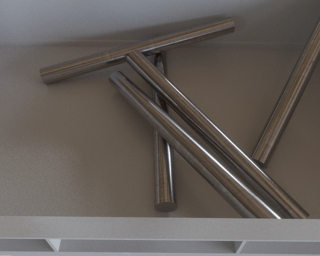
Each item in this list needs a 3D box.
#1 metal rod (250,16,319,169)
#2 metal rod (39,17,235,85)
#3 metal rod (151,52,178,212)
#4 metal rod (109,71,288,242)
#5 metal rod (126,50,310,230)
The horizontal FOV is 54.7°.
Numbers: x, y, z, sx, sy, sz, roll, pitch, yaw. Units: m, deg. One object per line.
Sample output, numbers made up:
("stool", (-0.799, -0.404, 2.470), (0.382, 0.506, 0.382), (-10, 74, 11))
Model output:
("metal rod", (0.193, -0.082, 0.410), (0.025, 0.025, 0.300), (26, 75, 20))
("metal rod", (-0.032, -0.120, 0.477), (0.302, 0.025, 0.025), (-16, 52, -3))
("metal rod", (0.002, -0.029, 0.429), (0.025, 0.025, 0.300), (-1, 50, -1))
("metal rod", (0.017, 0.007, 0.358), (0.025, 0.025, 0.300), (-26, 46, -21))
("metal rod", (0.055, -0.002, 0.385), (0.025, 0.025, 0.300), (-31, 64, -24))
